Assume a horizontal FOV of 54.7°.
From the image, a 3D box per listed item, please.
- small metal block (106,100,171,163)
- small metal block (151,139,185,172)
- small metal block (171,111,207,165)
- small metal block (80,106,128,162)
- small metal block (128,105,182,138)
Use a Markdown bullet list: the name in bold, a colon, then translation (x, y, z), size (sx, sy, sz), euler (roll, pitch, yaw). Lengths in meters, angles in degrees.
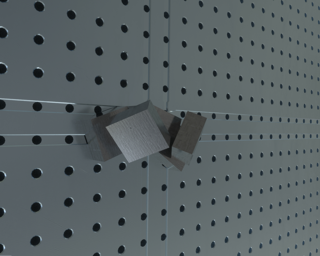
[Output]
- **small metal block**: translation (-0.023, 0.004, 0.339), size (0.050, 0.050, 0.025), euler (61, 17, -23)
- **small metal block**: translation (0.017, 0.025, 0.426), size (0.050, 0.025, 0.050), euler (43, 64, -32)
- **small metal block**: translation (0.036, 0.014, 0.390), size (0.050, 0.025, 0.050), euler (88, 25, -68)
- **small metal block**: translation (-0.058, 0.006, 0.362), size (0.050, 0.025, 0.050), euler (-25, 106, -37)
- **small metal block**: translation (-0.010, -0.008, 0.386), size (0.050, 0.050, 0.025), euler (24, 75, -38)
